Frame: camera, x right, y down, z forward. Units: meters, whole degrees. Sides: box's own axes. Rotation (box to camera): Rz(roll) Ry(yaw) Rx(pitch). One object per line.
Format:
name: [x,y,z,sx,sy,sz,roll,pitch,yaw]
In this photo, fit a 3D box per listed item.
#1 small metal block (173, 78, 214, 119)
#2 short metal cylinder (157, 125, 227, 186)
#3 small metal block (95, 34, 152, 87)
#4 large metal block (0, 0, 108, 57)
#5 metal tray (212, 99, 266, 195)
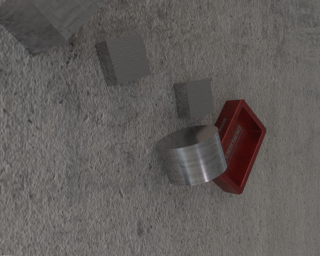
small metal block: [0.049,-0.043,0.446,0.050,0.025,0.050,-15,100,-39]
short metal cylinder: [0.042,0.034,0.404,0.081,0.080,0.050,-27,108,-37]
small metal block: [-0.043,-0.081,0.369,0.050,0.025,0.050,-25,106,-37]
large metal block: [-0.096,-0.118,0.288,0.050,0.080,0.080,50,61,-29]
metal tray: [0.120,0.030,0.502,0.090,0.030,0.130,43,64,-32]
